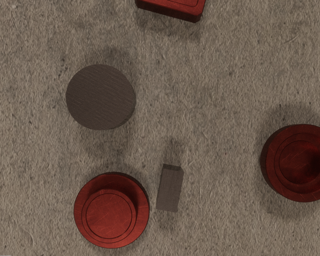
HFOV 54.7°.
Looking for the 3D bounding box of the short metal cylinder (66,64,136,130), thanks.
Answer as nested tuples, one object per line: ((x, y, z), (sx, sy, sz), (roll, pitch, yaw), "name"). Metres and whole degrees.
((-0.073, -0.037, 0.397), (0.081, 0.050, 0.079), (0, 90, -1), "short metal cylinder")

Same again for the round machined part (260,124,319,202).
((0.179, 0.044, 0.404), (0.099, 0.042, 0.097), (0, 90, -1), "round machined part")

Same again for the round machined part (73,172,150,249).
((-0.063, 0.108, 0.401), (0.099, 0.042, 0.097), (0, 90, -1), "round machined part")

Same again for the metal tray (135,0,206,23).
((0.026, -0.215, 0.407), (0.091, 0.030, 0.129), (15, 90, -1), "metal tray")

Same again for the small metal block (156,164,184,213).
((0.012, 0.075, 0.398), (0.025, 0.050, 0.050), (11, 90, 0), "small metal block")
